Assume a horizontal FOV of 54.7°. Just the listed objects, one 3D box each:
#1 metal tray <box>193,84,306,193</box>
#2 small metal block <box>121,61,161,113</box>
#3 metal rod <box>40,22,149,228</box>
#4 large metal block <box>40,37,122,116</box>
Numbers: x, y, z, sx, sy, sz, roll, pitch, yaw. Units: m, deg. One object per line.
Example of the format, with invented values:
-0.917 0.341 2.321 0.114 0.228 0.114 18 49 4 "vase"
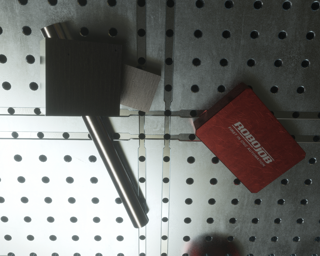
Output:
0.120 0.016 0.419 0.090 0.030 0.130 -41 106 13 "metal tray"
-0.030 -0.053 0.394 0.050 0.025 0.050 18 109 -7 "small metal block"
-0.079 0.011 0.416 0.025 0.025 0.298 -19 109 6 "metal rod"
-0.092 -0.056 0.354 0.081 0.050 0.079 -1 99 -27 "large metal block"
